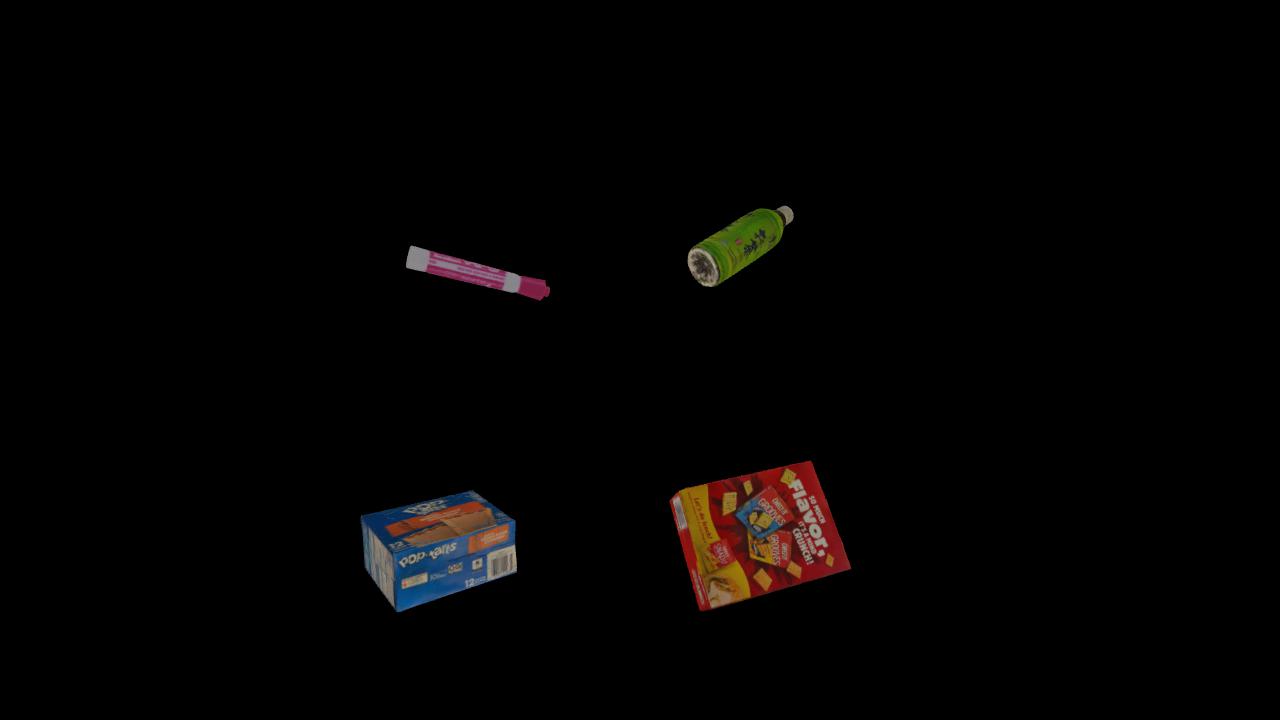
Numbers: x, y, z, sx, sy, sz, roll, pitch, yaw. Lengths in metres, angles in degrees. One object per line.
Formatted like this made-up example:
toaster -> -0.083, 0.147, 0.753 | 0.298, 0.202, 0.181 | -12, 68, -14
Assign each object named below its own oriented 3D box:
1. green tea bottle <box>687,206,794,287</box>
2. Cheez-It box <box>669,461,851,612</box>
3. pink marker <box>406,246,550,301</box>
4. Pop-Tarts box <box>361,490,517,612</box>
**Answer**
green tea bottle -> 0.168, -0.190, 0.974 | 0.212, 0.073, 0.073 | -36, 20, -31
Cheez-It box -> 0.172, 0.253, 0.900 | 0.223, 0.166, 0.071 | -10, -21, -15
pink marker -> -0.135, -0.073, 0.525 | 0.121, 0.020, 0.020 | 12, -5, -26
Pop-Tarts box -> -0.277, 0.255, 0.850 | 0.167, 0.083, 0.141 | -6, 11, -38
